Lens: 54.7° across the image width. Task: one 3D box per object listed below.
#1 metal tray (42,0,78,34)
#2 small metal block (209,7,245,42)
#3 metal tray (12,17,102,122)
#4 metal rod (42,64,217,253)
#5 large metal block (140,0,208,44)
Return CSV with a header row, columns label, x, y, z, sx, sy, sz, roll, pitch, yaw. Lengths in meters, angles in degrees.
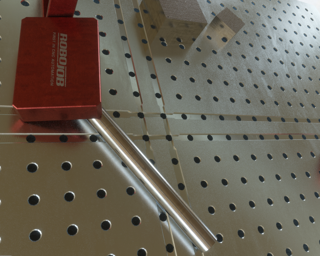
label,x,y,z,sx,sy,sz,roll,pitch,yaw
metal tray,-0.136,-0.195,0.413,0.030,0.090,0.130,2,61,-28
small metal block,0.132,-0.202,0.605,0.050,0.025,0.050,42,51,0
metal tray,-0.117,-0.073,0.367,0.091,0.030,0.130,-3,64,-9
metal rod,-0.043,0.023,0.371,0.300,0.025,0.025,48,51,5
large metal block,0.022,-0.193,0.523,0.081,0.050,0.080,-5,64,-31
